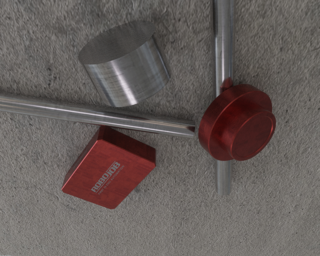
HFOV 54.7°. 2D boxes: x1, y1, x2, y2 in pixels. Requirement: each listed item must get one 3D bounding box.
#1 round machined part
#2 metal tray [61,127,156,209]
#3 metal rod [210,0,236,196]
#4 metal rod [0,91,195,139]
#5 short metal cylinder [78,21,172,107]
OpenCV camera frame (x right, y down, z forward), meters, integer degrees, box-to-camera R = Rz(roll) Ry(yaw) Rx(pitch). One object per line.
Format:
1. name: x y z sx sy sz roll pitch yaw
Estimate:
1. round machined part: 0.098 0.001 0.370 0.099 0.042 0.097 -19 130 -24
2. metal tray: -0.076 0.063 0.457 0.090 0.030 0.129 27 125 -21
3. metal rod: 0.081 -0.016 0.394 0.025 0.025 0.298 -6 130 5
4. metal rod: -0.105 -0.020 0.389 0.302 0.025 0.025 8 130 -8
5. short metal cylinder: -0.034 -0.066 0.315 0.080 0.080 0.050 -15 129 12
